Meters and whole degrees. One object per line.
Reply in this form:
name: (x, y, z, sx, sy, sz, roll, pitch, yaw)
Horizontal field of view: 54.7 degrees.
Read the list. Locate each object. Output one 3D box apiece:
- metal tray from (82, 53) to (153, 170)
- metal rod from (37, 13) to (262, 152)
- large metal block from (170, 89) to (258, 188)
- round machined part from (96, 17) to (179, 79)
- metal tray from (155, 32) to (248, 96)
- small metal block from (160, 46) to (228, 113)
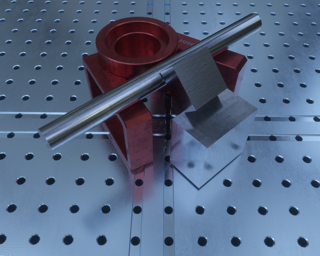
metal tray: (-0.053, -0.023, 0.384, 0.030, 0.089, 0.130, -23, 54, -18)
metal rod: (0.010, -0.064, 0.344, 0.302, 0.025, 0.025, -33, 58, -25)
large metal block: (0.059, 0.010, 0.360, 0.080, 0.080, 0.050, -34, 58, -25)
round machined part: (-0.027, -0.094, 0.385, 0.099, 0.042, 0.098, 0, 50, 0)
metal tray: (0.046, -0.076, 0.429, 0.130, 0.089, 0.030, 25, 55, 19)
small metal block: (0.037, -0.051, 0.328, 0.050, 0.050, 0.025, -35, 14, -26)
